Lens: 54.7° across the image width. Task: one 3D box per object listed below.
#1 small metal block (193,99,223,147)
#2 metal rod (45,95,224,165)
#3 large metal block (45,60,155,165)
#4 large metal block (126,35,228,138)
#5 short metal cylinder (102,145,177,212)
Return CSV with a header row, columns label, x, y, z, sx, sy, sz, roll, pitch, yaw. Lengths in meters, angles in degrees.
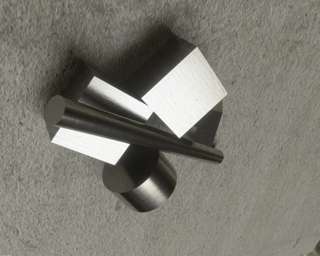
label,x,y,z,sx,sy,sz,roll,pitch,yaw
small metal block,0.065,-0.011,0.418,0.025,0.050,0.050,15,116,4
metal rod,0.002,0.015,0.366,0.301,0.025,0.025,19,109,-53
large metal block,-0.068,-0.015,0.346,0.080,0.050,0.080,28,103,-38
large metal block,0.021,-0.048,0.371,0.080,0.050,0.080,-43,130,1
short metal cylinder,-0.025,0.059,0.395,0.080,0.080,0.050,-38,130,-3
